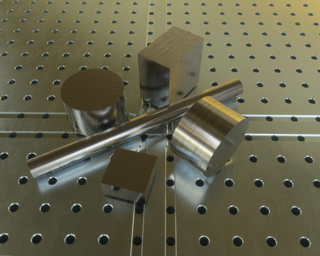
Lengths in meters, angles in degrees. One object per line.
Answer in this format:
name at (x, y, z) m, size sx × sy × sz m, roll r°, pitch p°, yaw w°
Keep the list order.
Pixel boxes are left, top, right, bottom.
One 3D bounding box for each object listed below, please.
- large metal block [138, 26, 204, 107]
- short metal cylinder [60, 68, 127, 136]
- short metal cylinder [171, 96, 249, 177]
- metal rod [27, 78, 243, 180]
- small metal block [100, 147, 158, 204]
large metal block at (0.016, -0.083, 0.437) m, size 0.050 × 0.080 × 0.080 m, roll 29°, pitch 56°, yaw 22°
short metal cylinder at (-0.086, -0.035, 0.415) m, size 0.081 × 0.050 × 0.080 m, roll 0°, pitch 50°, yaw 0°
short metal cylinder at (0.058, 0.010, 0.359) m, size 0.050 × 0.080 × 0.080 m, roll 36°, pitch 59°, yaw 26°
metal rod at (-0.018, -0.006, 0.408) m, size 0.302 × 0.025 × 0.025 m, roll -23°, pitch 54°, yaw -18°
small metal block at (-0.034, 0.054, 0.357) m, size 0.050 × 0.025 × 0.050 m, roll 12°, pitch 51°, yaw 9°
